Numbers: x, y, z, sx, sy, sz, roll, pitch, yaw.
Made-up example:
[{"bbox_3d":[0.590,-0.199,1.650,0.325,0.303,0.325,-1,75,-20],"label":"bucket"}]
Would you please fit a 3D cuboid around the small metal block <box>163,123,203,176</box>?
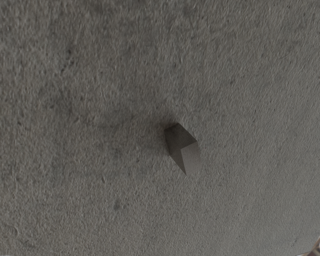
[{"bbox_3d":[0.032,0.029,0.428,0.025,0.050,0.050,-25,128,-13],"label":"small metal block"}]
